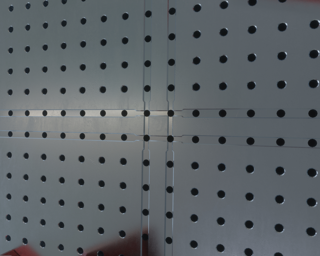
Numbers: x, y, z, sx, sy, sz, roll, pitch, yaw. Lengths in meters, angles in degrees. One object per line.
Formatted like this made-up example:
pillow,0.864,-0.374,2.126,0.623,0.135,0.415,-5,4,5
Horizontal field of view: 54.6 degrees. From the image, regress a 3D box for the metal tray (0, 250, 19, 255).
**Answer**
metal tray,-0.248,0.277,0.498,0.090,0.030,0.129,34,101,16
